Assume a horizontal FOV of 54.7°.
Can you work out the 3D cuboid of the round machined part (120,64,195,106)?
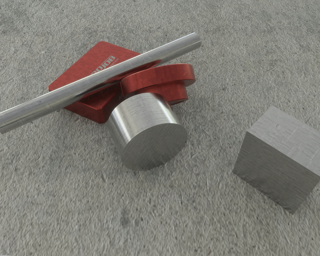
[{"bbox_3d":[0.000,-0.050,0.411,0.099,0.098,0.042,-13,89,-11],"label":"round machined part"}]

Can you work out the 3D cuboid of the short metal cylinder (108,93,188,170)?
[{"bbox_3d":[-0.015,0.005,0.363,0.081,0.080,0.050,-18,53,-15],"label":"short metal cylinder"}]

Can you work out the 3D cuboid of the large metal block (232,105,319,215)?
[{"bbox_3d":[0.135,0.035,0.339,0.080,0.080,0.050,36,59,26],"label":"large metal block"}]

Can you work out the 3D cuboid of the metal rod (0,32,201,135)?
[{"bbox_3d":[-0.068,-0.069,0.420,0.302,0.025,0.025,-28,56,-22],"label":"metal rod"}]

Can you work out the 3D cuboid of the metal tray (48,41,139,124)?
[{"bbox_3d":[-0.086,-0.073,0.460,0.090,0.030,0.130,23,53,17],"label":"metal tray"}]
